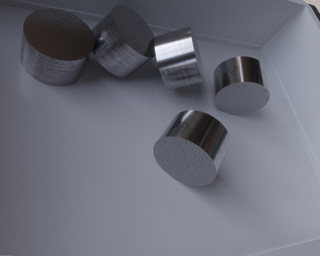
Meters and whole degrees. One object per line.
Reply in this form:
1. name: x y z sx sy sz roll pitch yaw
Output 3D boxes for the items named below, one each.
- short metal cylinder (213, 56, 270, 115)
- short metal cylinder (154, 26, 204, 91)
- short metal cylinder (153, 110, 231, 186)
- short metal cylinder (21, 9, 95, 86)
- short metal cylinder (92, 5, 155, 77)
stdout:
1. short metal cylinder: 0.124 -0.064 0.479 0.081 0.080 0.050 17 55 -19
2. short metal cylinder: 0.029 -0.098 0.440 0.050 0.080 0.080 -12 59 15
3. short metal cylinder: 0.039 0.025 0.378 0.080 0.080 0.050 39 51 -3
4. short metal cylinder: -0.127 -0.099 0.382 0.081 0.050 0.080 14 56 -21
5. short metal cylinder: -0.049 -0.116 0.419 0.080 0.050 0.080 33 41 -35
